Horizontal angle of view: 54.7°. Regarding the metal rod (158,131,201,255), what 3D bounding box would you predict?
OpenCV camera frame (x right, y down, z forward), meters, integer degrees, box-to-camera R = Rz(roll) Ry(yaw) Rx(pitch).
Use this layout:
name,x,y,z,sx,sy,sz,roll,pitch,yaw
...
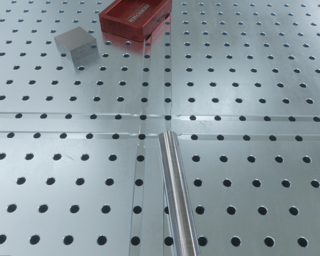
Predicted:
name,x,y,z,sx,sy,sz,roll,pitch,yaw
metal rod,0.028,0.126,0.302,0.025,0.025,0.300,-5,50,-5

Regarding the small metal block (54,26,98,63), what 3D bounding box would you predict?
name,x,y,z,sx,sy,sz,roll,pitch,yaw
small metal block,-0.142,-0.142,0.525,0.050,0.025,0.050,-35,58,-26

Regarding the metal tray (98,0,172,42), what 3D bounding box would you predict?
name,x,y,z,sx,sy,sz,roll,pitch,yaw
metal tray,-0.043,-0.220,0.588,0.090,0.030,0.130,21,53,16
